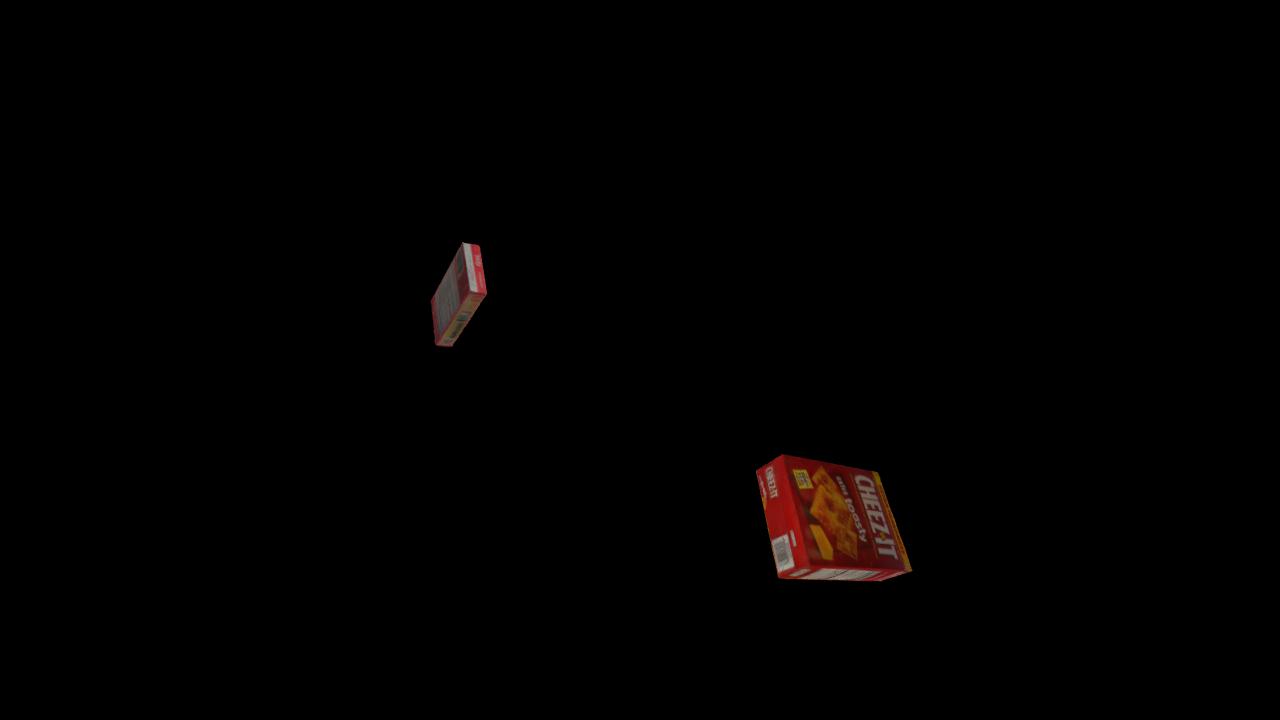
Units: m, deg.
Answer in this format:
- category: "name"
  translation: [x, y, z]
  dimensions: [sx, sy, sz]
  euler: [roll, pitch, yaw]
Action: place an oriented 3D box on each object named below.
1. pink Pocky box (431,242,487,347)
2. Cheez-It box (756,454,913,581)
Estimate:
- category: "pink Pocky box"
  translation: [-0.265, -0.091, 0.891]
  dimensions: [0.029, 0.084, 0.155]
  euler: [4, -30, -35]
- category: "Cheez-It box"
  translation: [0.292, 0.244, 0.932]
  dimensions: [0.223, 0.166, 0.071]
  euler: [14, -38, -29]
